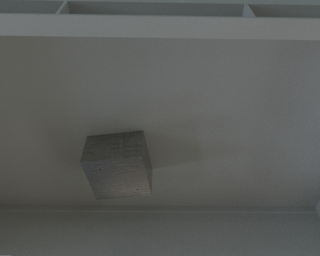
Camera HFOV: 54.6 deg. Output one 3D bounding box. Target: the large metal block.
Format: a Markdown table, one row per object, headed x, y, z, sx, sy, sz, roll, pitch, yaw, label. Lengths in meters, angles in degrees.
| x | y | z | sx | sy | sz | roll | pitch | yaw | label |
| --- | --- | --- | --- | --- | --- | --- | --- | --- | --- |
| -0.057 | 0.054 | 0.438 | 0.080 | 0.050 | 0.080 | -6 | 130 | 5 | large metal block |
